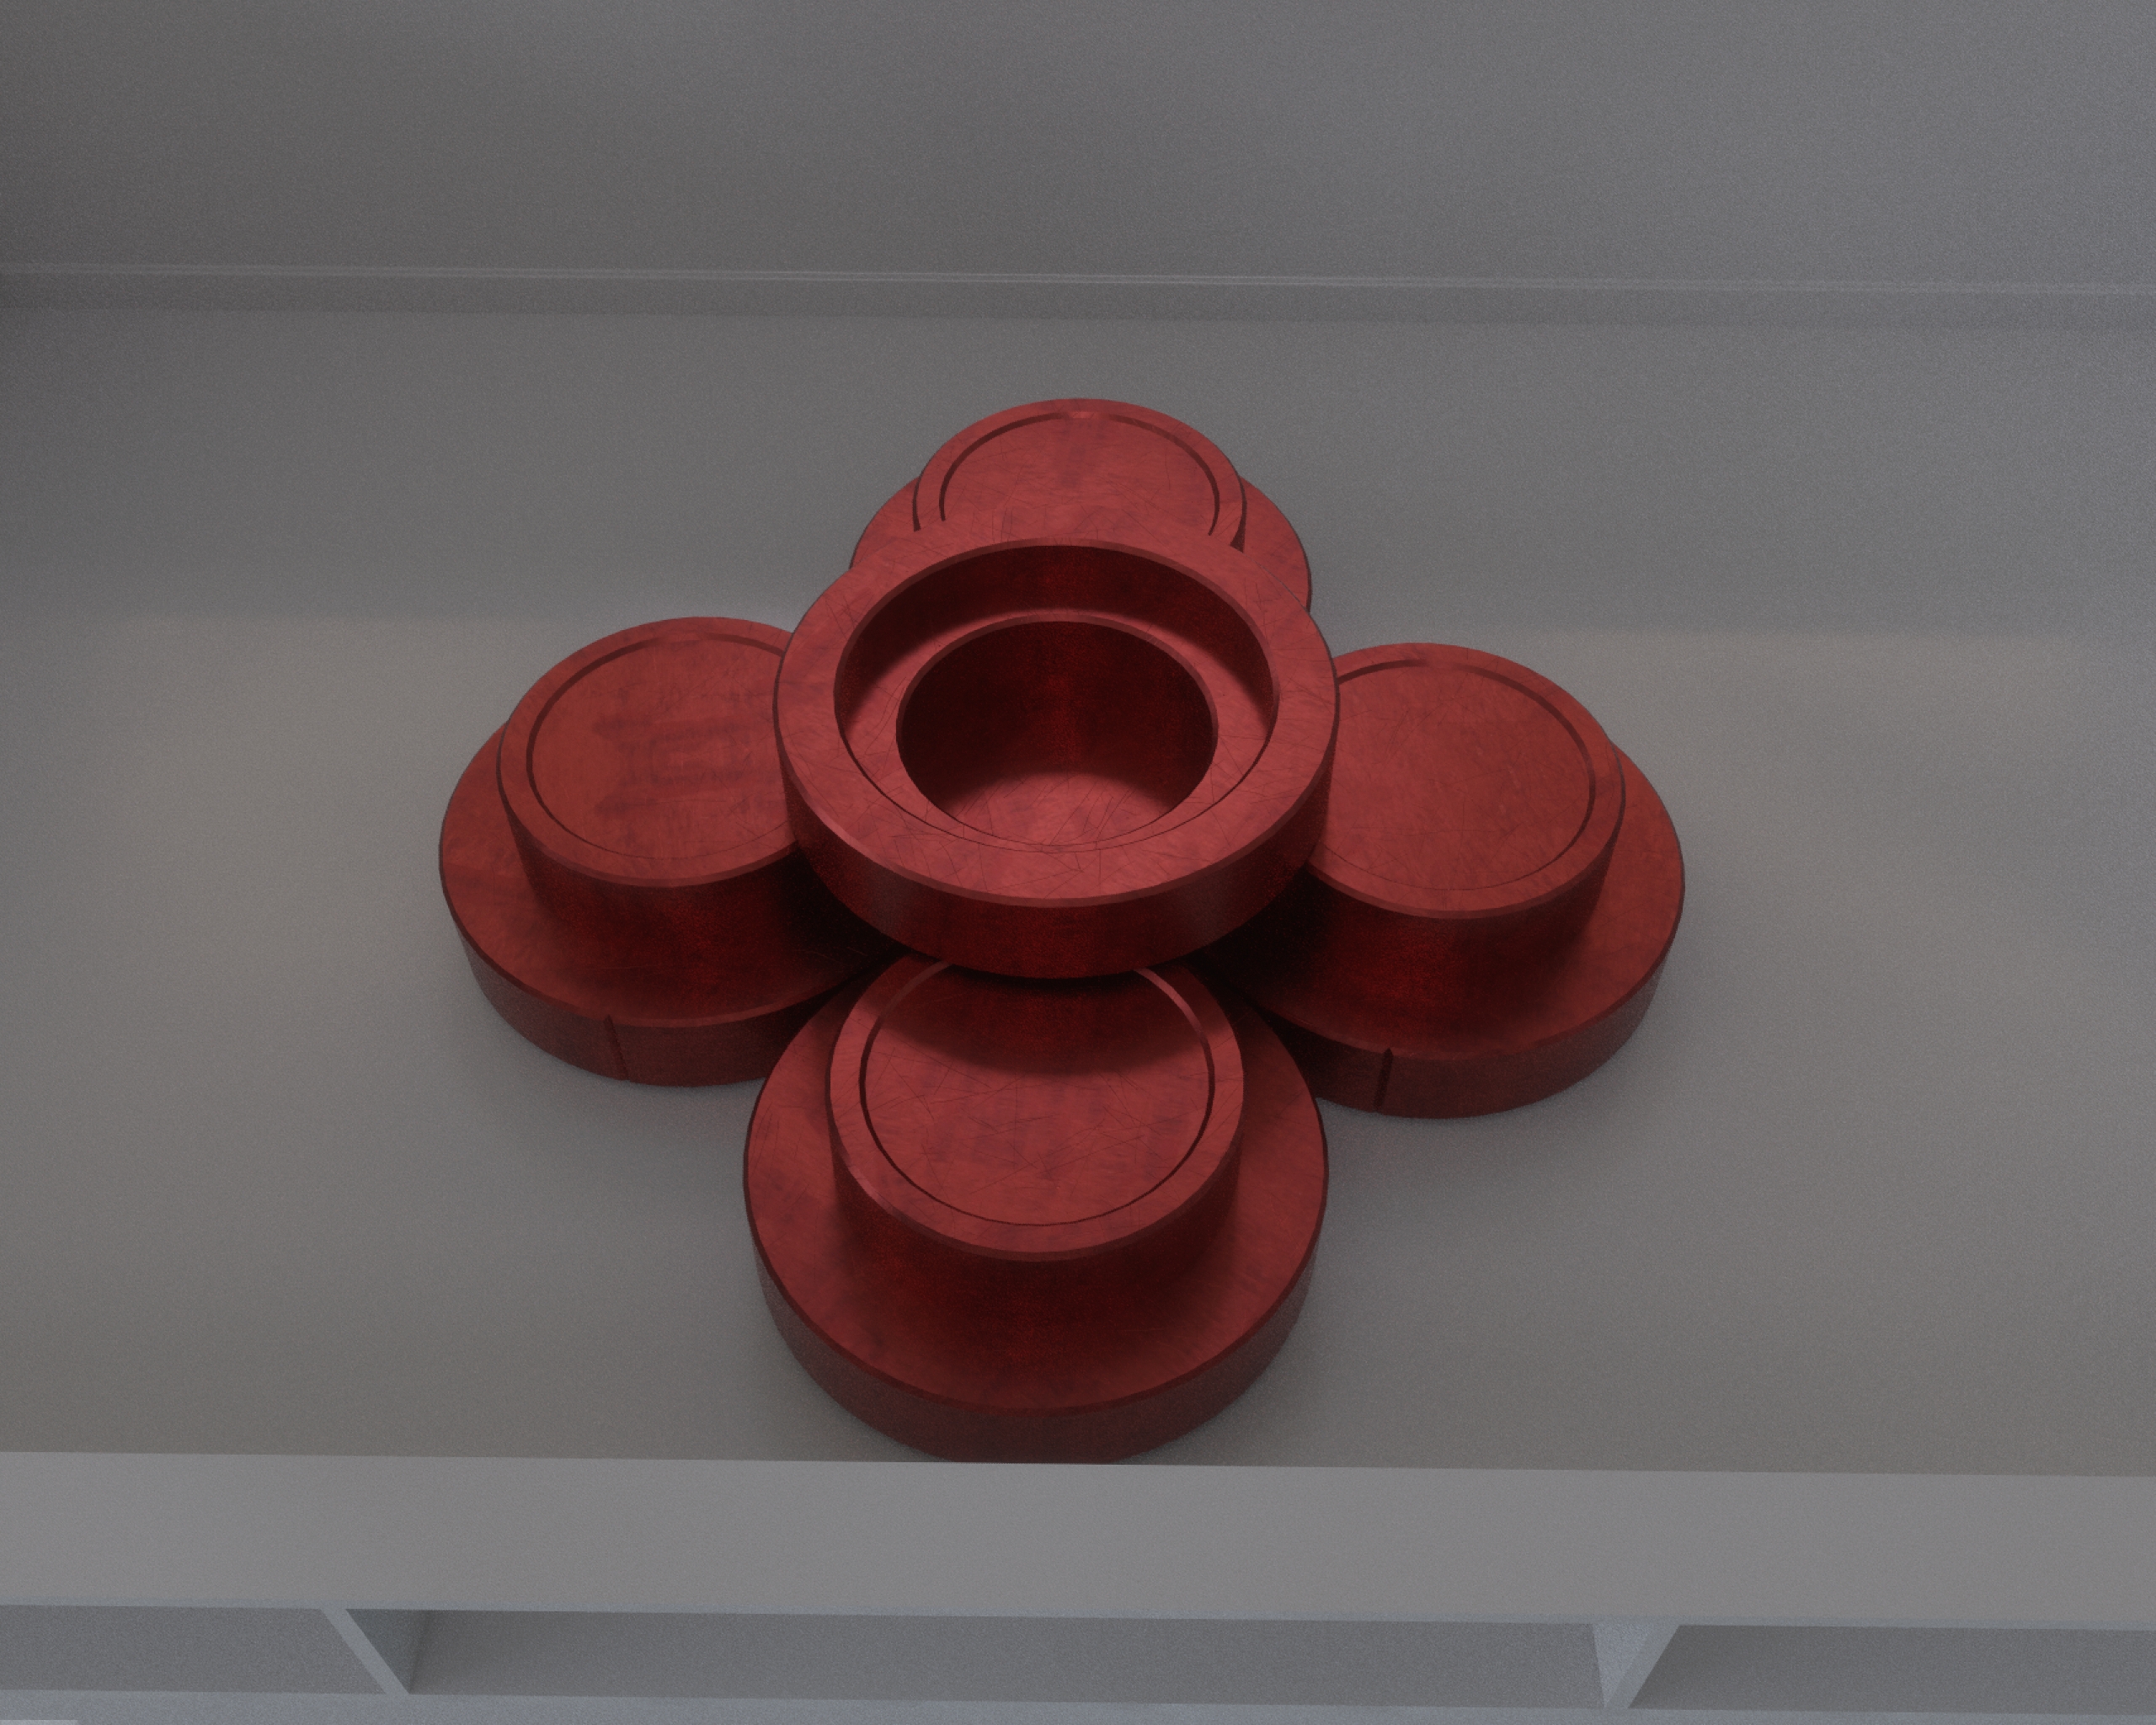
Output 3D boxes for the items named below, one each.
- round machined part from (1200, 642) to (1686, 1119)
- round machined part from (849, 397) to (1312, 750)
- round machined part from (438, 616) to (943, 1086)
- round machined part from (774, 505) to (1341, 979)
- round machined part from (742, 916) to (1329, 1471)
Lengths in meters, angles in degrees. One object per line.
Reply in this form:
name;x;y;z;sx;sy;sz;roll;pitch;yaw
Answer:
round machined part;0.065;-0.004;0.394;0.099;0.042;0.098;0;50;0
round machined part;0.000;-0.061;0.441;0.099;0.042;0.098;0;50;0
round machined part;-0.072;-0.009;0.398;0.099;0.042;0.098;0;50;0
round machined part;-0.003;-0.017;0.379;0.099;0.042;0.098;0;50;0
round machined part;-0.007;0.048;0.351;0.099;0.042;0.098;1;48;-1
